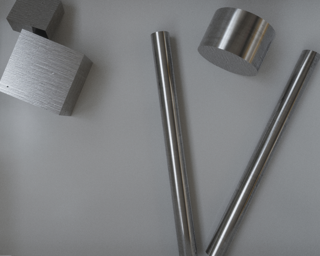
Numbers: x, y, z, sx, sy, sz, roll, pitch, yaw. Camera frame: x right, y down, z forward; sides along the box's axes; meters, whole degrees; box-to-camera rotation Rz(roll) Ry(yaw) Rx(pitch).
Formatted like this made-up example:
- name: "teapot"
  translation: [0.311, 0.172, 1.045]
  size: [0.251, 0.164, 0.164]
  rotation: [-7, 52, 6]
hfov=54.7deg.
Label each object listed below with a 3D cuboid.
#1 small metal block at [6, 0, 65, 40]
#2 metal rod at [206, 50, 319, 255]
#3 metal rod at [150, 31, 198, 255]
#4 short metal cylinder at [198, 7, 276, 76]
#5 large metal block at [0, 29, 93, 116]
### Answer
- name: "small metal block"
  translation: [-0.160, -0.147, 0.402]
  size: [0.050, 0.025, 0.050]
  rotation: [18, 71, -1]
- name: "metal rod"
  translation: [0.137, 0.036, 0.413]
  size: [0.025, 0.025, 0.299]
  rotation: [26, 90, -1]
- name: "metal rod"
  translation: [0.019, 0.023, 0.411]
  size: [0.025, 0.025, 0.298]
  rotation: [-7, 90, 0]
- name: "short metal cylinder"
  translation: [0.094, -0.105, 0.385]
  size: [0.080, 0.080, 0.050]
  rotation: [25, 90, -1]
- name: "large metal block"
  translation: [-0.144, -0.068, 0.397]
  size: [0.080, 0.050, 0.080]
  rotation: [23, 90, -1]
